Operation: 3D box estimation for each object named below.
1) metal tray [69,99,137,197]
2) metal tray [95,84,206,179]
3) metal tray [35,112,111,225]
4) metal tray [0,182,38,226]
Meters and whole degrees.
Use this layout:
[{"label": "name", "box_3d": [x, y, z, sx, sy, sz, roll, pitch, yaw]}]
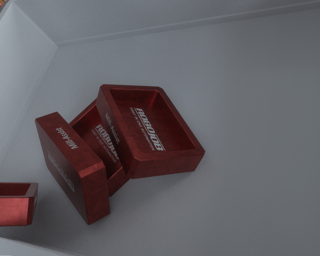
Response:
[{"label": "metal tray", "box_3d": [-0.075, 0.019, 0.430, 0.090, 0.030, 0.130, -43, 51, -2]}, {"label": "metal tray", "box_3d": [-0.015, -0.002, 0.375, 0.130, 0.091, 0.030, 59, 139, 39]}, {"label": "metal tray", "box_3d": [-0.112, 0.048, 0.392, 0.030, 0.089, 0.130, -24, 44, -31]}, {"label": "metal tray", "box_3d": [-0.199, 0.088, 0.373, 0.130, 0.091, 0.030, 172, 102, -70]}]
